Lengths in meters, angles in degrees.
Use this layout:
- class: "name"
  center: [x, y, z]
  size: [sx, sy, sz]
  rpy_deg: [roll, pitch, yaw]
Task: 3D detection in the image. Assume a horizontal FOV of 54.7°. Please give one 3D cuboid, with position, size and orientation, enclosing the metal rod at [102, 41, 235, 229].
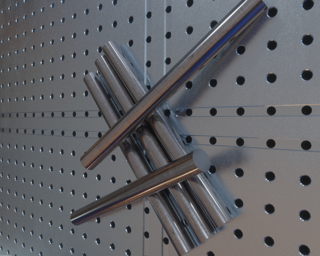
- class: "metal rod"
  center: [-0.001, -0.008, 0.408]
  size: [0.025, 0.025, 0.299]
  rpy_deg: [-47, 62, 29]

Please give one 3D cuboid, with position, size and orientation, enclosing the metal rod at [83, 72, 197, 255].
- class: "metal rod"
  center: [-0.038, 0.035, 0.439]
  size: [0.025, 0.025, 0.299]
  rpy_deg: [-46, 63, 30]

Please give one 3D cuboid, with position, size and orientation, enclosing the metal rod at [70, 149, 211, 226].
- class: "metal rod"
  center: [-0.048, 0.092, 0.420]
  size: [0.299, 0.025, 0.025]
  rpy_deg: [-33, 70, 43]

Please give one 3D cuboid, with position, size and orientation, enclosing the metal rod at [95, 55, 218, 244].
- class: "metal rod"
  center: [-0.016, 0.012, 0.421]
  size: [0.025, 0.025, 0.299]
  rpy_deg: [-46, 63, 30]

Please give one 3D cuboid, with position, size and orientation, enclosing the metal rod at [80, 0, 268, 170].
- class: "metal rod"
  center: [0.001, -0.043, 0.380]
  size: [0.299, 0.025, 0.025]
  rpy_deg: [-42, 65, 23]
